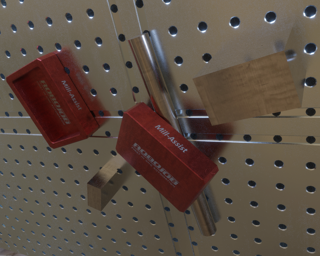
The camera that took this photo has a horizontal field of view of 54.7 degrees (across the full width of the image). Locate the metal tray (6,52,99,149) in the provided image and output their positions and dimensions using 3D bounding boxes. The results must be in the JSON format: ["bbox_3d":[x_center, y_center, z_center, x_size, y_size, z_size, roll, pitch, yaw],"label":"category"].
[{"bbox_3d":[-0.162,-0.037,0.467,0.090,0.030,0.130,-16,110,34],"label":"metal tray"}]

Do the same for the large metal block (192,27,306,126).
[{"bbox_3d":[0.089,-0.050,0.297,0.080,0.080,0.050,-13,112,33],"label":"large metal block"}]

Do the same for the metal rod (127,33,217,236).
[{"bbox_3d":[0.024,0.024,0.412,0.025,0.025,0.298,-7,115,31],"label":"metal rod"}]

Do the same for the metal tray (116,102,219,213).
[{"bbox_3d":[0.003,0.039,0.399,0.130,0.030,0.089,41,143,16],"label":"metal tray"}]

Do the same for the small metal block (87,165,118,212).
[{"bbox_3d":[-0.092,0.097,0.501,0.025,0.050,0.050,19,126,17],"label":"small metal block"}]
